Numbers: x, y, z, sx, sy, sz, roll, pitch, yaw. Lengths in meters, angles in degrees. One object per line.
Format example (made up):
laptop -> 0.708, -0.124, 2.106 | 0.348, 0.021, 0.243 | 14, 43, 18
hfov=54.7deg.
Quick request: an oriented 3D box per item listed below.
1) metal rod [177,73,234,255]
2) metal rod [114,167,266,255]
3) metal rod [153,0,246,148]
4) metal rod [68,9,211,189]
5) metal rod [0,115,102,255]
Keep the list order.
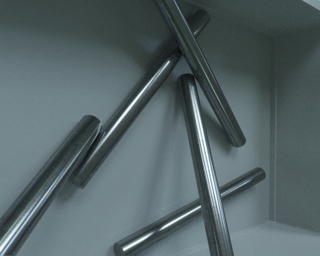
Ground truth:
metal rod -> 0.056, 0.062, 0.372 | 0.025, 0.025, 0.299 | 16, 54, -39
metal rod -> 0.065, 0.115, 0.461 | 0.302, 0.025, 0.025 | -16, 101, -39
metal rod -> 0.060, -0.075, 0.430 | 0.025, 0.025, 0.300 | -56, 130, -25
metal rod -> -0.014, -0.053, 0.394 | 0.025, 0.025, 0.301 | 50, 61, -29
metal rod -> -0.110, 0.079, 0.225 | 0.025, 0.025, 0.301 | 59, 29, -24
